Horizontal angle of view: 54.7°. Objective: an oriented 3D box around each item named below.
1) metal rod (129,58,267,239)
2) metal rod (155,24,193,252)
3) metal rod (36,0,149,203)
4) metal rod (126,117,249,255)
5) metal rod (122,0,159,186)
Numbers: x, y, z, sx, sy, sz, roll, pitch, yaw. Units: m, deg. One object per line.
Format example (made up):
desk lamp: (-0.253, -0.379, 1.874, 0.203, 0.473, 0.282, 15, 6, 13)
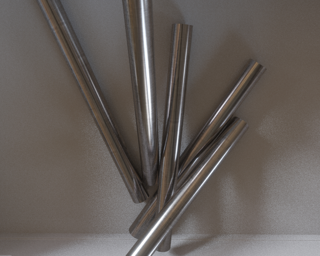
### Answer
metal rod: (0.043, 0.039, 0.426, 0.025, 0.025, 0.298, 30, 107, -11)
metal rod: (0.015, 0.022, 0.401, 0.025, 0.025, 0.298, 4, 103, -2)
metal rod: (-0.080, -0.029, 0.399, 0.025, 0.025, 0.299, -20, 109, 7)
metal rod: (0.014, 0.107, 0.385, 0.025, 0.025, 0.300, 42, 79, -14)
metal rod: (-0.016, -0.032, 0.333, 0.025, 0.025, 0.298, -2, 136, 0)
